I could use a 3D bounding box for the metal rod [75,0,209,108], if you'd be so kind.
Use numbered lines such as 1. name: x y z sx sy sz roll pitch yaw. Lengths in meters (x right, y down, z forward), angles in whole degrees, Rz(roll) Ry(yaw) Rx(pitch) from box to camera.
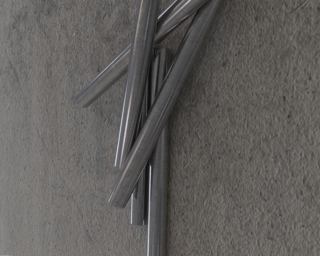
1. metal rod: -0.017 -0.106 0.384 0.299 0.025 0.025 -33 70 37

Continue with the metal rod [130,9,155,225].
1. metal rod: -0.024 -0.018 0.424 0.025 0.025 0.298 3 92 40

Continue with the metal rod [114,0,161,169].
1. metal rod: -0.022 -0.087 0.359 0.025 0.025 0.298 28 117 36

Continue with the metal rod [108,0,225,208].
1. metal rod: 0.008 -0.036 0.373 0.025 0.025 0.298 33 102 35

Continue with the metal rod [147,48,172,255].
1. metal rod: -0.002 0.048 0.406 0.025 0.025 0.298 3 92 40
